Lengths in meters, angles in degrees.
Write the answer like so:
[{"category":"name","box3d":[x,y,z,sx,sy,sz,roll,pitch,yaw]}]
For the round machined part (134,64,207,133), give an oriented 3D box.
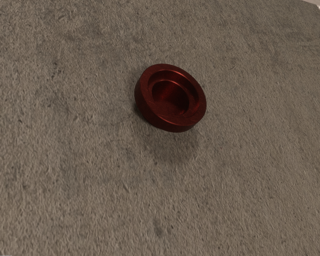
[{"category":"round machined part","box3d":[0.011,-0.036,0.422,0.099,0.042,0.098,14,56,-21]}]
